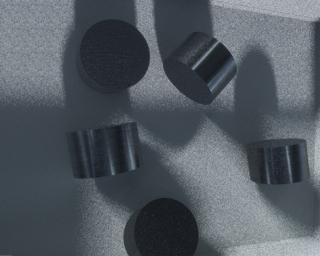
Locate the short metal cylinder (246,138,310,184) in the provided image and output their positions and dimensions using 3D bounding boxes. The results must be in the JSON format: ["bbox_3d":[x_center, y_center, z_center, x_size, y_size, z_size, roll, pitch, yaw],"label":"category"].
[{"bbox_3d":[0.168,0.046,0.443,0.081,0.080,0.050,-9,93,-20],"label":"short metal cylinder"}]

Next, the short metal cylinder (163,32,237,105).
[{"bbox_3d":[0.051,-0.076,0.400,0.080,0.080,0.050,45,76,-15],"label":"short metal cylinder"}]

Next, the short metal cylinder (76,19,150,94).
[{"bbox_3d":[-0.058,-0.084,0.375,0.081,0.050,0.080,0,90,-20],"label":"short metal cylinder"}]

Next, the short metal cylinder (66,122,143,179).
[{"bbox_3d":[-0.063,0.024,0.358,0.081,0.080,0.050,-10,94,-20],"label":"short metal cylinder"}]

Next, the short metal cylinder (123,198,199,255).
[{"bbox_3d":[0.000,0.132,0.382,0.081,0.050,0.080,9,62,-18],"label":"short metal cylinder"}]
